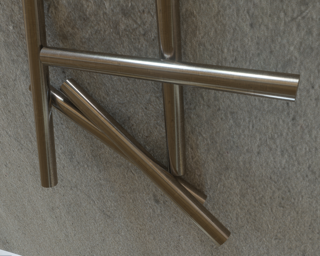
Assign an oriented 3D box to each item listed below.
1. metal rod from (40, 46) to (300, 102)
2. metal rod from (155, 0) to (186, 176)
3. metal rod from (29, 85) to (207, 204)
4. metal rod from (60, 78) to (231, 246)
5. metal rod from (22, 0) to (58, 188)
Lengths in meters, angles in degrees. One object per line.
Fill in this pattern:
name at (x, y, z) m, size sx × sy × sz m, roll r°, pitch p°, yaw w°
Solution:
metal rod at (-0.011, -0.064, 0.338) m, size 0.301 × 0.025 × 0.025 m, roll 12°, pitch 124°, yaw 24°
metal rod at (0.013, -0.070, 0.355) m, size 0.025 × 0.025 × 0.298 m, roll 9°, pitch 122°, yaw 23°
metal rod at (-0.063, 0.021, 0.450) m, size 0.301 × 0.025 × 0.025 m, roll 35°, pitch 129°, yaw 4°
metal rod at (-0.024, 0.042, 0.421) m, size 0.300 × 0.025 × 0.025 m, roll 44°, pitch 129°, yaw 6°
metal rod at (-0.165, -0.050, 0.430) m, size 0.025 × 0.025 × 0.298 m, roll 13°, pitch 115°, yaw 21°
